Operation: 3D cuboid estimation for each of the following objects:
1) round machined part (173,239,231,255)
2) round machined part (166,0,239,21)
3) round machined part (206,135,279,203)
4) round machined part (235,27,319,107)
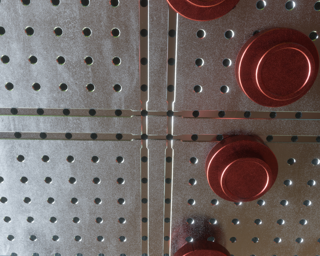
[{"bbox_3d":[0.065,0.215,0.482,0.099,0.042,0.097,0,108,-1],"label":"round machined part"},{"bbox_3d":[0.049,-0.169,0.342,0.099,0.042,0.097,0,110,0],"label":"round machined part"},{"bbox_3d":[0.115,0.062,0.428,0.099,0.042,0.097,0,110,0],"label":"round machined part"},{"bbox_3d":[0.146,-0.072,0.379,0.099,0.042,0.097,0,110,0],"label":"round machined part"}]
